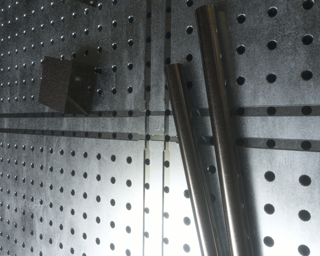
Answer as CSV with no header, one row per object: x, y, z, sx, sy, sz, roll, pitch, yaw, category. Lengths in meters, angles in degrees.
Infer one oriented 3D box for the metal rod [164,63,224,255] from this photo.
0.045,0.068,0.370,0.025,0.025,0.298,-18,79,38,metal rod

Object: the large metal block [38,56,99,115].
-0.155,-0.071,0.518,0.080,0.050,0.079,20,103,38,large metal block

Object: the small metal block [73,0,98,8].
-0.124,-0.231,0.509,0.050,0.025,0.050,31,109,35,small metal block

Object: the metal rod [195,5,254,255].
0.072,0.009,0.348,0.025,0.025,0.298,-12,82,39,metal rod
